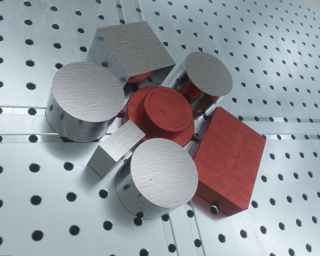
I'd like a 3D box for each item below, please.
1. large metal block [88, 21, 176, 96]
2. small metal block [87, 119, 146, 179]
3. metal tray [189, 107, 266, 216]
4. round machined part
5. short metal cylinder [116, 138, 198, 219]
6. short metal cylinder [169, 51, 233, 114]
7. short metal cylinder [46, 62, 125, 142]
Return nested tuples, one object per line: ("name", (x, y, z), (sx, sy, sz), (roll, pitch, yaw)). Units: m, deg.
("large metal block", (-0.039, -0.096, 0.430), (0.081, 0.050, 0.080), (-24, 75, -36))
("small metal block", (-0.049, 0.024, 0.350), (0.025, 0.050, 0.050), (45, 51, 2))
("metal tray", (0.090, 0.041, 0.426), (0.090, 0.030, 0.130), (35, 51, -5))
("round machined part", (0.003, -0.016, 0.407), (0.099, 0.042, 0.098), (14, 56, -21))
("short metal cylinder", (-0.004, 0.058, 0.353), (0.081, 0.050, 0.080), (14, 56, -21))
("short metal cylinder", (0.061, -0.067, 0.465), (0.081, 0.050, 0.080), (14, 56, -21))
("short metal cylinder", (-0.088, -0.030, 0.362), (0.081, 0.050, 0.080), (14, 56, -21))
